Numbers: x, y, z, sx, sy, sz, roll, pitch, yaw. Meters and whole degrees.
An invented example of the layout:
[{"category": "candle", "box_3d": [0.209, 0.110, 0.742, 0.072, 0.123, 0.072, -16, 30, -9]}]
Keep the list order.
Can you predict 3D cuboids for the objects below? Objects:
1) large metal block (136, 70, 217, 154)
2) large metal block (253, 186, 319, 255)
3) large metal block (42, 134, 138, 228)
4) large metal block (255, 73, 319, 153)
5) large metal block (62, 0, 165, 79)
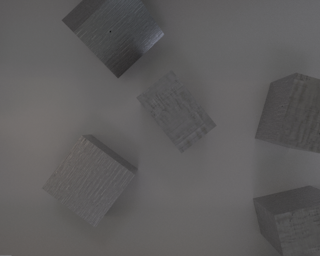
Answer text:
[{"category": "large metal block", "box_3d": [0.018, -0.018, 0.384, 0.050, 0.080, 0.080, -39, 90, 0]}, {"category": "large metal block", "box_3d": [0.172, 0.112, 0.385, 0.080, 0.080, 0.050, -13, 90, 0]}, {"category": "large metal block", "box_3d": [-0.086, 0.064, 0.398, 0.080, 0.050, 0.080, 37, 90, 0]}, {"category": "large metal block", "box_3d": [0.165, -0.017, 0.385, 0.050, 0.080, 0.080, 16, 90, 0]}, {"category": "large metal block", "box_3d": [-0.056, -0.122, 0.377, 0.080, 0.050, 0.080, -44, 135, 0]}]
